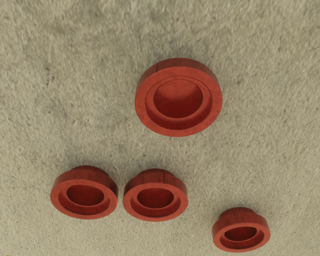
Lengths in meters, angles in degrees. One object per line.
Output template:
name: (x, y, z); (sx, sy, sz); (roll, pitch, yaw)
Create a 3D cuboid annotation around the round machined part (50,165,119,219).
round machined part: (-0.113, 0.095, 0.476); (0.099, 0.042, 0.097); (-1, 130, 0)

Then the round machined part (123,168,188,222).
round machined part: (-0.007, 0.100, 0.482); (0.099, 0.042, 0.097); (-1, 130, 0)

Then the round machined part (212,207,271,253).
round machined part: (0.141, 0.177, 0.550); (0.099, 0.042, 0.097); (-1, 130, 0)

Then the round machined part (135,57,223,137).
round machined part: (0.021, -0.039, 0.363); (0.099, 0.042, 0.097); (-1, 130, 0)
